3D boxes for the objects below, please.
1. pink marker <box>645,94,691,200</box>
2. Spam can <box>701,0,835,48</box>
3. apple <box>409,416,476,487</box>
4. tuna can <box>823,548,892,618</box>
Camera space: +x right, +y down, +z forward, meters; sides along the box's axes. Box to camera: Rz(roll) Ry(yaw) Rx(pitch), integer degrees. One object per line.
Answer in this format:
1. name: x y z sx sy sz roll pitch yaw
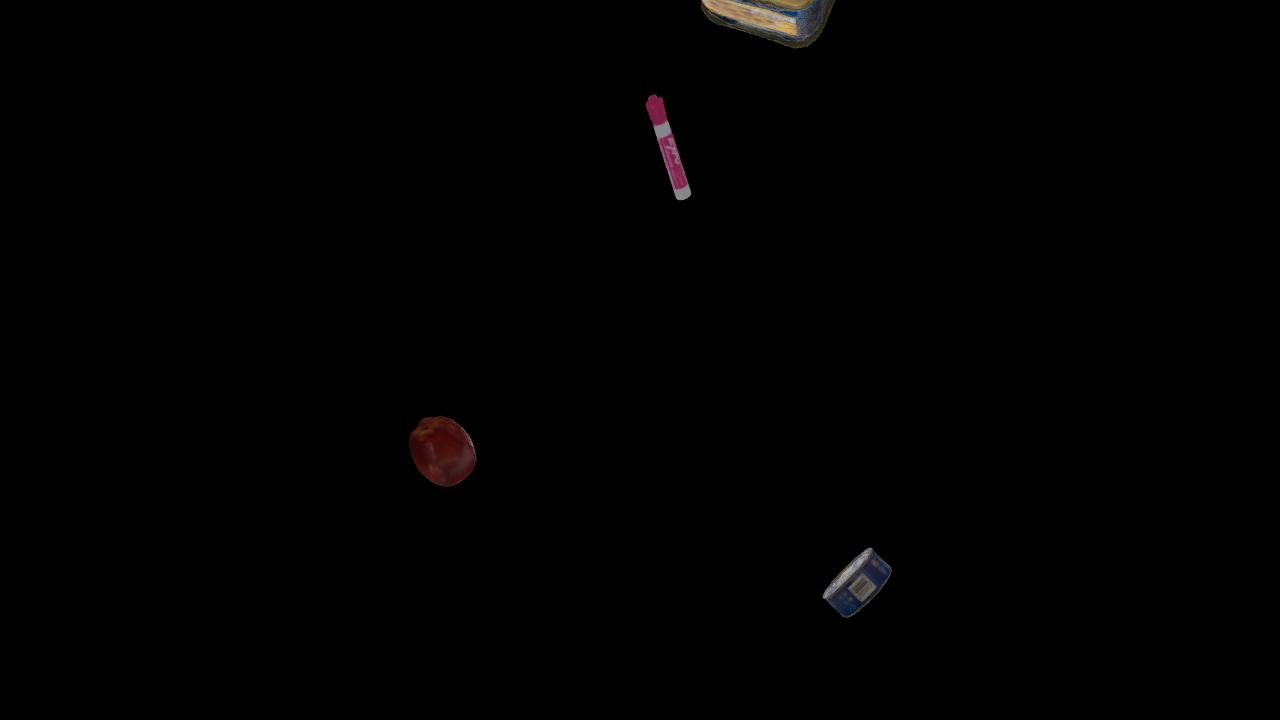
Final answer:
1. pink marker: 0.032 -0.230 0.672 0.020 0.020 0.121 0 -42 25
2. Spam can: 0.088 -0.275 0.441 0.101 0.058 0.085 23 18 11
3. apple: -0.251 0.117 0.783 0.079 0.093 0.079 -10 36 7
4. tuna can: 0.259 0.265 0.732 0.034 0.084 0.084 44 17 19
